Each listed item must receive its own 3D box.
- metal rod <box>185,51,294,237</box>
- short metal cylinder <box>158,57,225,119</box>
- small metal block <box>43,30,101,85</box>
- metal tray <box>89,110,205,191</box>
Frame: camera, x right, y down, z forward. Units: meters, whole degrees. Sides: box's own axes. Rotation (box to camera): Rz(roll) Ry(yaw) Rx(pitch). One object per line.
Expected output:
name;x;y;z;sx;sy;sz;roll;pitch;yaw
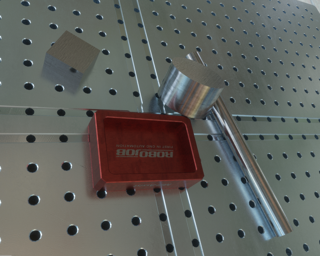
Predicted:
metal rod;0.110;0.012;0.462;0.025;0.025;0.299;-11;68;-33
short metal cylinder;0.043;-0.057;0.434;0.080;0.050;0.080;20;31;-12
small metal block;-0.114;-0.092;0.404;0.050;0.025;0.050;30;52;-10
metal tray;-0.016;0.027;0.380;0.131;0.030;0.090;3;60;-27
